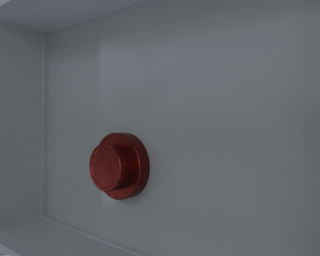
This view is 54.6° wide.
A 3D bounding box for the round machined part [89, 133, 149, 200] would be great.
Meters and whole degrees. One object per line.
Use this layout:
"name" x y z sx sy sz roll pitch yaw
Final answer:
"round machined part" -0.065 0.056 0.451 0.098 0.042 0.097 0 90 40
